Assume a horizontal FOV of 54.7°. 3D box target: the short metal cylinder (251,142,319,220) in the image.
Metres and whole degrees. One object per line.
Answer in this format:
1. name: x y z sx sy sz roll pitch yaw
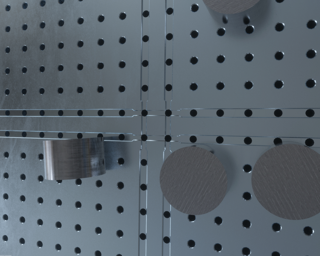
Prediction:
1. short metal cylinder: 0.146 0.056 0.348 0.080 0.050 0.079 0 90 19

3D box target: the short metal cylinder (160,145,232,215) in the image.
1. short metal cylinder: 0.046 0.061 0.383 0.080 0.050 0.079 0 90 19

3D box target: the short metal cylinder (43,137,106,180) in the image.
1. short metal cylinder: -0.116 0.040 0.423 0.080 0.080 0.050 -4 89 19

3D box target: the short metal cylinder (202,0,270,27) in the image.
1. short metal cylinder: 0.090 -0.167 0.367 0.080 0.050 0.079 0 90 19
